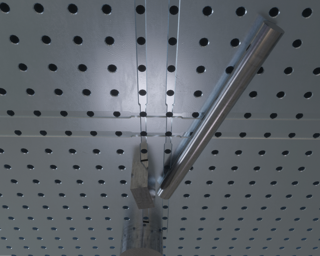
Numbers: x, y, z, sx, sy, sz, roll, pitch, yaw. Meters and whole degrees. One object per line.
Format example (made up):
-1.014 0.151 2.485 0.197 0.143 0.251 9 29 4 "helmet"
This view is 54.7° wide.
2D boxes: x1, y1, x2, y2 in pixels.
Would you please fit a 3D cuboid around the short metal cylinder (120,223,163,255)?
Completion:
-0.034 0.223 0.585 0.081 0.050 0.079 0 130 0 "short metal cylinder"

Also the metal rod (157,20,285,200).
0.063 0.000 0.412 0.025 0.025 0.298 17 128 -14 "metal rod"

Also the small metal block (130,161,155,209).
-0.025 0.086 0.469 0.025 0.050 0.050 -9 130 8 "small metal block"
